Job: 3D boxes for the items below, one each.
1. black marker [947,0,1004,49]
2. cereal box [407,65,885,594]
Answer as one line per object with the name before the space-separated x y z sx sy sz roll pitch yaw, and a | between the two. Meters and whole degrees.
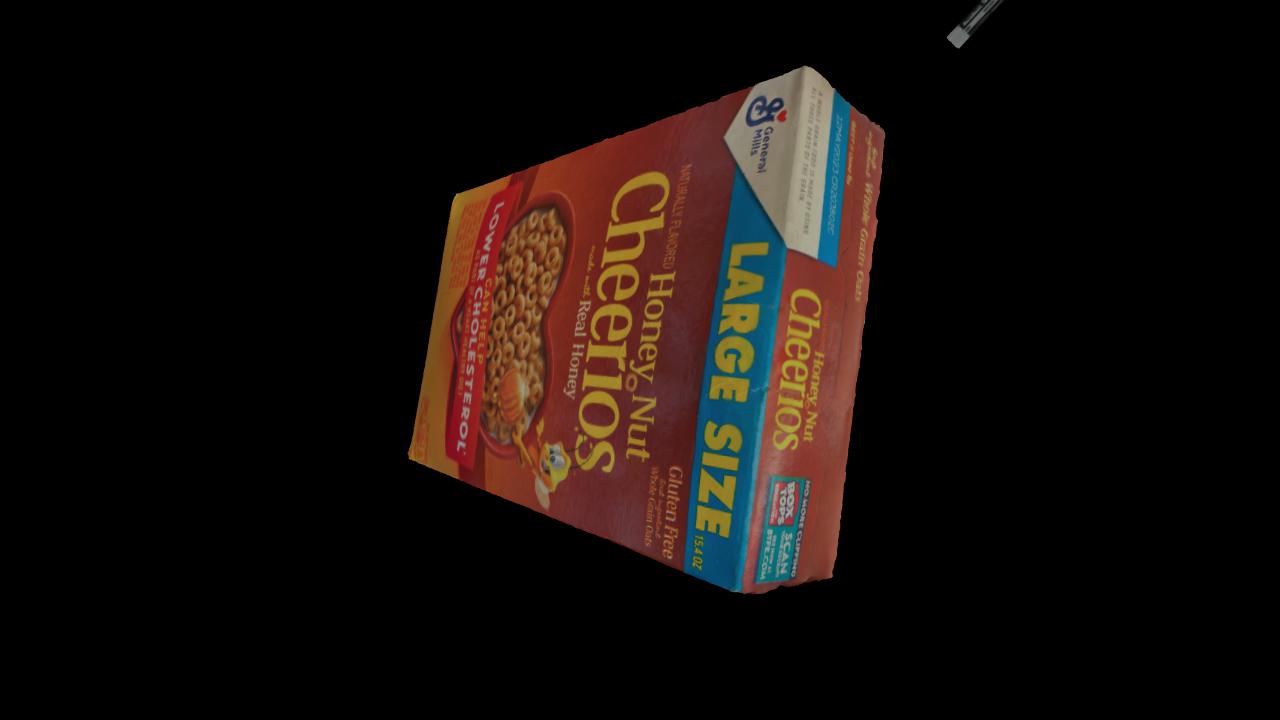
black marker | 0.375 -0.383 0.639 0.020 0.020 0.121 0 -36 -42
cereal box | -0.026 -0.016 0.355 0.081 0.203 0.306 12 -6 -41
